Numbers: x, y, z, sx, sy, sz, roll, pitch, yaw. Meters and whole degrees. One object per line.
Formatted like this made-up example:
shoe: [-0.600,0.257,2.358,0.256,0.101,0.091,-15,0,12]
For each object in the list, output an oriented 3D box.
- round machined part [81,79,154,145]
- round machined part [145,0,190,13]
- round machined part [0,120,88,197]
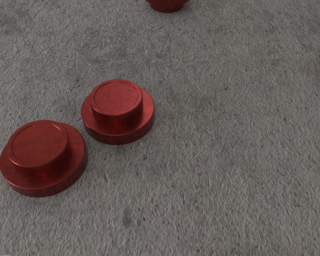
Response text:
round machined part: [-0.057,-0.028,0.415,0.099,0.042,0.098,0,50,0]
round machined part: [0.014,-0.265,0.615,0.099,0.042,0.098,0,50,0]
round machined part: [-0.139,0.028,0.367,0.099,0.042,0.098,0,50,0]
